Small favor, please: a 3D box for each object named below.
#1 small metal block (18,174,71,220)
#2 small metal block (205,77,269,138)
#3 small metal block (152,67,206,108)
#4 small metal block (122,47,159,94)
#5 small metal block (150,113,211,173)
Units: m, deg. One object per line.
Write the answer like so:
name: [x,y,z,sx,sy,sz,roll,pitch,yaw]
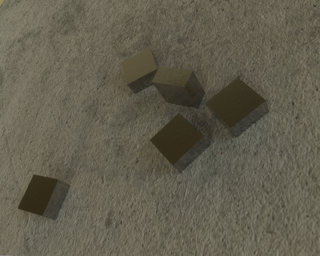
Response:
small metal block: [-0.160,0.095,0.430,0.050,0.025,0.050,4,64,30]
small metal block: [0.092,-0.025,0.371,0.050,0.025,0.050,-39,51,2]
small metal block: [0.025,-0.053,0.407,0.050,0.050,0.025,14,69,33]
small metal block: [-0.027,-0.087,0.472,0.050,0.025,0.050,-26,53,12]
small metal block: [0.024,0.018,0.380,0.050,0.025,0.050,-43,51,-2]
